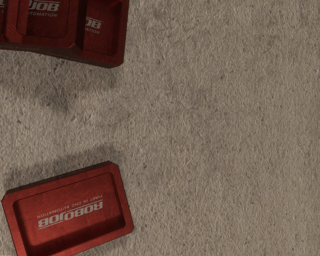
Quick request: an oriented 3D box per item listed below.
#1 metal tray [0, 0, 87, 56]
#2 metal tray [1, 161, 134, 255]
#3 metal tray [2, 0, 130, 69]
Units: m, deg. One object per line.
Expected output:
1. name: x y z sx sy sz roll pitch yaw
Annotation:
1. metal tray: -0.146 -0.129 0.327 0.131 0.030 0.089 5 88 1
2. metal tray: -0.105 0.100 0.368 0.131 0.030 0.089 -15 95 -20
3. metal tray: -0.102 -0.125 0.352 0.131 0.030 0.089 6 88 -34
